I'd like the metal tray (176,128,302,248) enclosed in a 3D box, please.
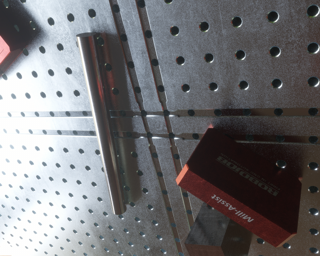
[{"bbox_3d":[0.094,0.063,0.358,0.130,0.090,0.030,32,129,7],"label":"metal tray"}]

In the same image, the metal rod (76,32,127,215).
[{"bbox_3d":[-0.081,0.012,0.461,0.025,0.025,0.298,9,123,23],"label":"metal rod"}]

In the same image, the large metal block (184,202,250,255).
[{"bbox_3d":[0.083,0.161,0.432,0.050,0.080,0.080,-9,114,32],"label":"large metal block"}]

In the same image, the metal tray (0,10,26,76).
[{"bbox_3d":[-0.271,-0.127,0.471,0.130,0.030,0.090,-27,104,37],"label":"metal tray"}]
